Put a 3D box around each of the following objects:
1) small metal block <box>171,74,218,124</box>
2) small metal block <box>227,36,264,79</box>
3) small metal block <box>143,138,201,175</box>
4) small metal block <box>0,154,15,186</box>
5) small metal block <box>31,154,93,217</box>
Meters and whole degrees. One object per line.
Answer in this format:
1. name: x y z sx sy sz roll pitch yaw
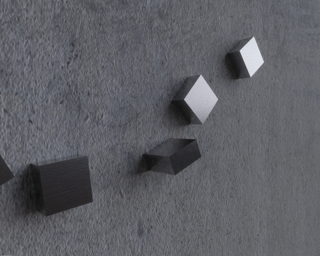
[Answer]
1. small metal block: 0.051 -0.040 0.447 0.050 0.025 0.050 49 61 -29
2. small metal block: 0.146 -0.119 0.527 0.050 0.025 0.050 -45 117 -30
3. small metal block: 0.016 0.035 0.402 0.050 0.050 0.025 -29 108 -36
4. small metal block: -0.165 0.035 0.266 0.050 0.025 0.050 -36 112 -34
5. small metal block: -0.101 0.057 0.320 0.050 0.025 0.050 -10 96 -40
